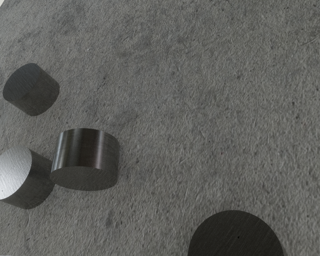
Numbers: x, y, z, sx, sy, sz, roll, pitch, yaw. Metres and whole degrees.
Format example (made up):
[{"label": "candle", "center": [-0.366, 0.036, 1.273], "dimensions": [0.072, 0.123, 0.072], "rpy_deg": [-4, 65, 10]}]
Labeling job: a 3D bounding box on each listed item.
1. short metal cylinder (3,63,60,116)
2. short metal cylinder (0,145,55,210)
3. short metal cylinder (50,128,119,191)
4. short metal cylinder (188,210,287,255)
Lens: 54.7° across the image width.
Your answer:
[{"label": "short metal cylinder", "center": [-0.228, -0.068, 0.549], "dimensions": [0.080, 0.050, 0.080], "rpy_deg": [-13, 56, 21]}, {"label": "short metal cylinder", "center": [-0.199, 0.072, 0.449], "dimensions": [0.080, 0.050, 0.080], "rpy_deg": [-13, 56, 21]}, {"label": "short metal cylinder", "center": [-0.093, 0.042, 0.392], "dimensions": [0.080, 0.080, 0.050], "rpy_deg": [-14, 56, 20]}, {"label": "short metal cylinder", "center": [0.071, 0.120, 0.277], "dimensions": [0.080, 0.050, 0.080], "rpy_deg": [-13, 56, 21]}]
